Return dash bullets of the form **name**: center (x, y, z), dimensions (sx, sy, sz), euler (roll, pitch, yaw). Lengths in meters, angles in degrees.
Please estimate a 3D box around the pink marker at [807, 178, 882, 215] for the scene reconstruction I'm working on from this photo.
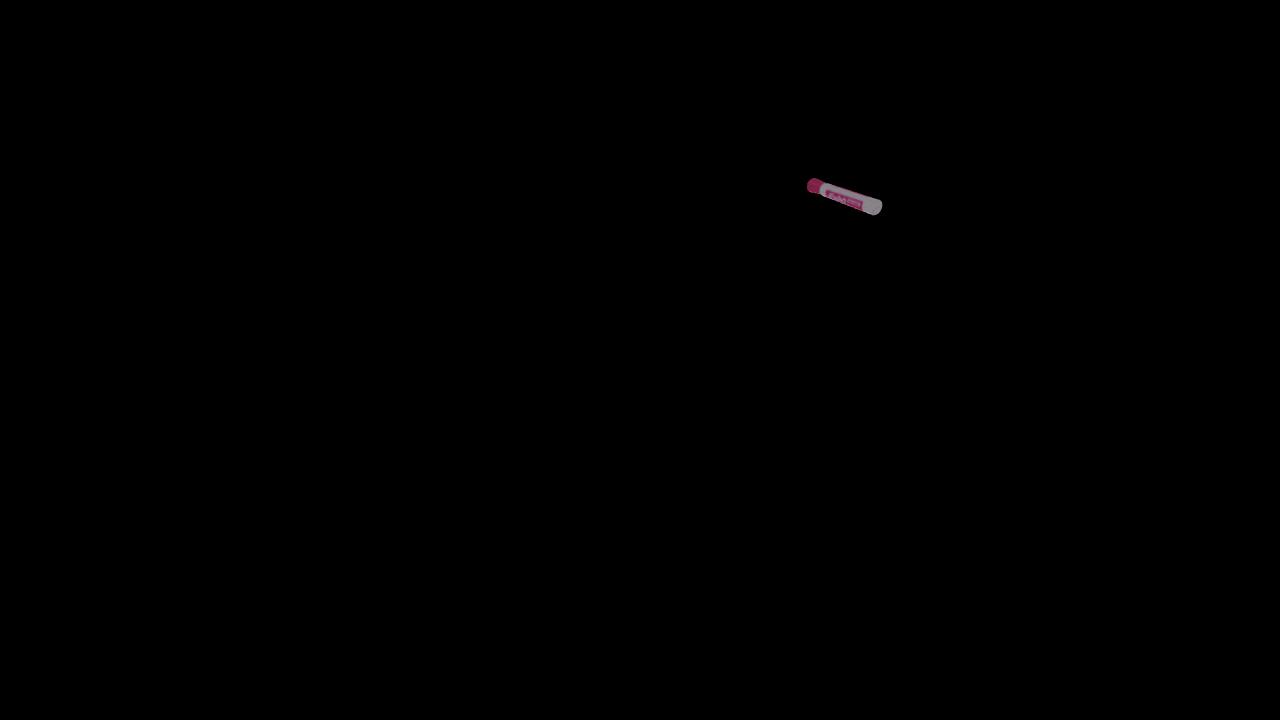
- **pink marker**: center (0.255, -0.209, 0.780), dimensions (0.020, 0.020, 0.121), euler (0, 27, -31)
